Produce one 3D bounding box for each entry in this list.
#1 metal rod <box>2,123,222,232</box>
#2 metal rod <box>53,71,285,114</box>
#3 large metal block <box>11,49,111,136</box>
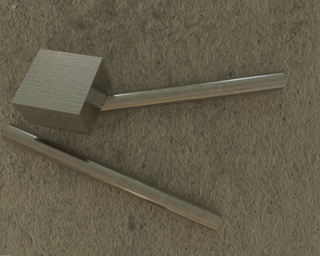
[{"bbox_3d":[-0.061,0.065,0.409,0.301,0.025,0.025,24,90,-1],"label":"metal rod"},{"bbox_3d":[0.012,-0.043,0.410,0.302,0.025,0.025,-8,90,-1],"label":"metal rod"},{"bbox_3d":[-0.114,-0.044,0.374,0.080,0.050,0.080,10,63,9],"label":"large metal block"}]
